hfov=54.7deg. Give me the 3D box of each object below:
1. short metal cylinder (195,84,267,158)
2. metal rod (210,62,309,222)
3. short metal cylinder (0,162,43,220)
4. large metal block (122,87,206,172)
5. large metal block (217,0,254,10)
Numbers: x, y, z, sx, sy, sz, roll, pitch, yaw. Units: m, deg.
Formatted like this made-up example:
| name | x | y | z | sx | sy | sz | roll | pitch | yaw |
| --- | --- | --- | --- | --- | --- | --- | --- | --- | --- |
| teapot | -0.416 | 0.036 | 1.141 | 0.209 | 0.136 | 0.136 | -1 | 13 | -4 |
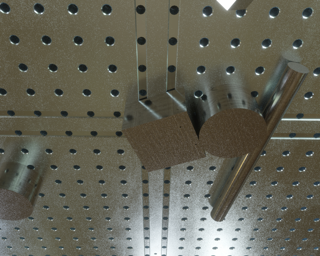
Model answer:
| name | x | y | z | sx | sy | sz | roll | pitch | yaw |
| --- | --- | --- | --- | --- | --- | --- | --- | --- | --- |
| short metal cylinder | 0.087 | -0.008 | 0.389 | 0.081 | 0.050 | 0.079 | 0 | 130 | 0 |
| metal rod | 0.129 | 0.042 | 0.448 | 0.025 | 0.025 | 0.298 | 8 | 130 | -7 |
| short metal cylinder | -0.229 | 0.098 | 0.476 | 0.081 | 0.050 | 0.079 | 0 | 130 | 0 |
| large metal block | 0.007 | 0.004 | 0.399 | 0.080 | 0.050 | 0.080 | -16 | 129 | 13 |
| large metal block | 0.072 | -0.143 | 0.245 | 0.050 | 0.080 | 0.080 | 45 | 121 | 3 |
